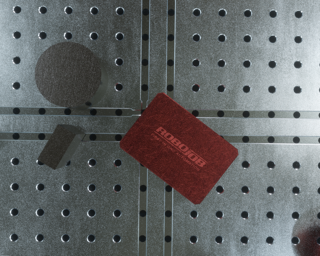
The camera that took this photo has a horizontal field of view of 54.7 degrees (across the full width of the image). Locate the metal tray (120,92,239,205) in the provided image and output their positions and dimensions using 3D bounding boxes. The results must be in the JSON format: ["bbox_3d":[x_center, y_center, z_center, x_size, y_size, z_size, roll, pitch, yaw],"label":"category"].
[{"bbox_3d":[0.025,0.026,0.411,0.130,0.030,0.090,38,90,0],"label":"metal tray"}]

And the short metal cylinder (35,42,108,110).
[{"bbox_3d":[-0.111,-0.065,0.400,0.081,0.050,0.080,0,90,0],"label":"short metal cylinder"}]

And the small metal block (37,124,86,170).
[{"bbox_3d":[-0.125,0.023,0.400,0.025,0.050,0.050,31,90,0],"label":"small metal block"}]
